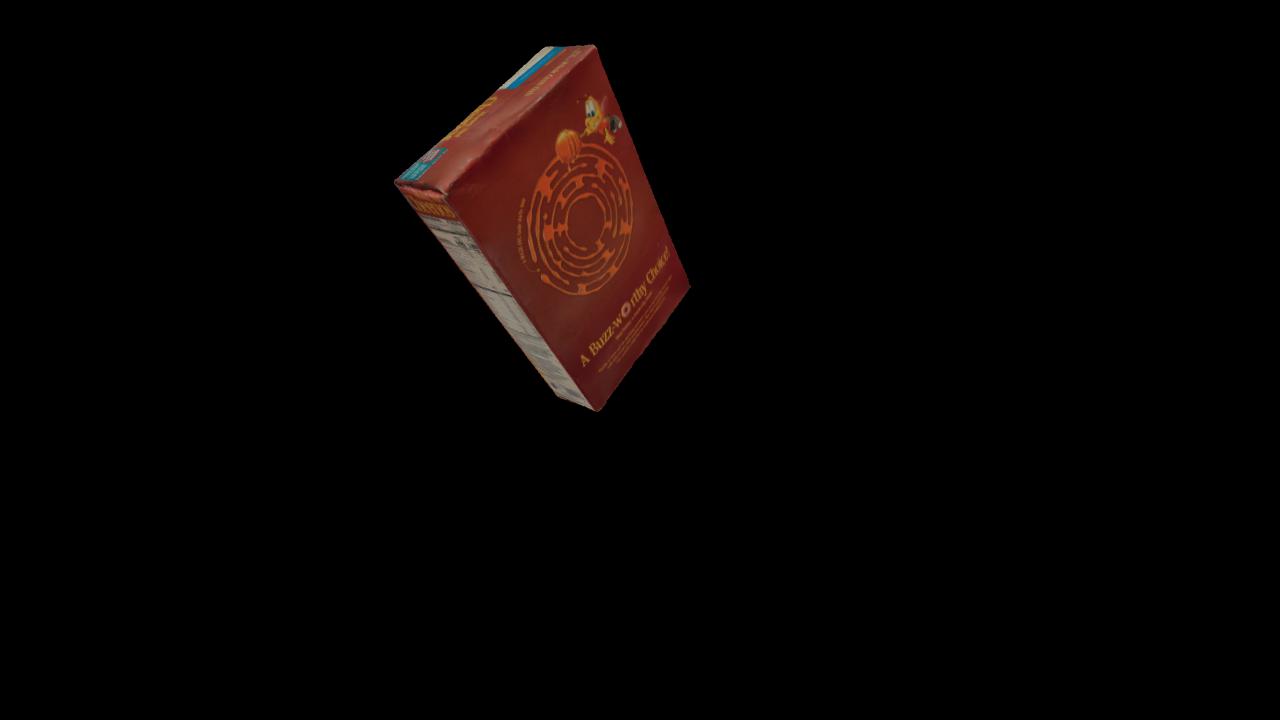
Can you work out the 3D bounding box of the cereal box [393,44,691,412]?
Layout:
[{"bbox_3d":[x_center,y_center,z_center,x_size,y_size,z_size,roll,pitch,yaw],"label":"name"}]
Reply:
[{"bbox_3d":[-0.068,-0.116,0.616,0.081,0.203,0.306,18,-28,36],"label":"cereal box"}]
